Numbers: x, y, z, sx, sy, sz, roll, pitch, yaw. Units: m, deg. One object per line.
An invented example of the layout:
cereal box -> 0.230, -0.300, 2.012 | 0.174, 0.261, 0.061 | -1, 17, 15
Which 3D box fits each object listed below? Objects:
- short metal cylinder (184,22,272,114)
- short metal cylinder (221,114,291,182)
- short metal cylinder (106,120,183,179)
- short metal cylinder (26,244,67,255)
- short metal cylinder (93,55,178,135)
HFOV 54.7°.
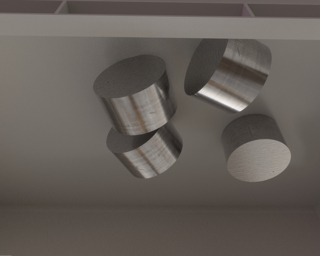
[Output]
short metal cylinder -> 0.067, -0.061, 0.322 | 0.050, 0.080, 0.080 | 22, 127, -18
short metal cylinder -> 0.127, 0.027, 0.417 | 0.081, 0.050, 0.079 | 0, 130, 0
short metal cylinder -> -0.019, 0.015, 0.386 | 0.080, 0.080, 0.050 | -22, 127, 18
short metal cylinder -> -0.237, 0.281, 0.632 | 0.081, 0.050, 0.079 | 0, 130, 0
short metal cylinder -> -0.026, -0.038, 0.341 | 0.080, 0.080, 0.050 | -12, 129, 10
